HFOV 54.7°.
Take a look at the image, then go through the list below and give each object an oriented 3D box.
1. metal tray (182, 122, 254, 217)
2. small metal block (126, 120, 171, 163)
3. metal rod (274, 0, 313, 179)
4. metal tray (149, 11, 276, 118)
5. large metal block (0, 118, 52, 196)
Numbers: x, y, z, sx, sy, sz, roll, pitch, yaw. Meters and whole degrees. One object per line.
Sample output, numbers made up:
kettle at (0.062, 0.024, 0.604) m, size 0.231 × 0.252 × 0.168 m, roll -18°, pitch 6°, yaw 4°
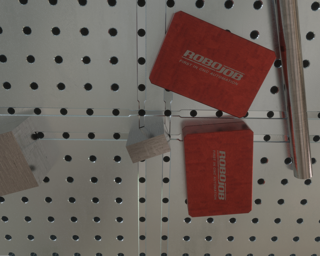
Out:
metal tray at (0.081, 0.060, 0.434) m, size 0.091 × 0.030 × 0.129 m, roll -5°, pitch 110°, yaw 1°
small metal block at (-0.015, 0.017, 0.406) m, size 0.050 × 0.050 × 0.025 m, roll -18°, pitch 109°, yaw 6°
metal rod at (0.167, -0.069, 0.390) m, size 0.025 × 0.025 × 0.298 m, roll -13°, pitch 110°, yaw 4°
metal tray at (0.062, -0.077, 0.383) m, size 0.131 × 0.030 × 0.089 m, roll 21°, pitch 109°, yaw -8°
large metal block at (-0.206, 0.041, 0.412) m, size 0.080 × 0.050 × 0.080 m, roll -15°, pitch 110°, yaw 5°
